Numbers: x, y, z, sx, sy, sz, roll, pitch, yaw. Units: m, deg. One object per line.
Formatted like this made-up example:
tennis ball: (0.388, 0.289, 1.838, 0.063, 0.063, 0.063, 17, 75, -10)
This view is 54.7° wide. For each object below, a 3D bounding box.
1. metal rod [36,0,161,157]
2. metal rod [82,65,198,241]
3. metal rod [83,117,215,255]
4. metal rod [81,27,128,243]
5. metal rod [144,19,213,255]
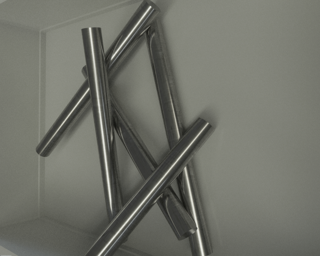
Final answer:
metal rod: (-0.102, -0.056, 0.447, 0.299, 0.025, 0.025, -45, 63, 27)
metal rod: (-0.042, 0.012, 0.421, 0.025, 0.025, 0.300, -52, 55, 27)
metal rod: (-0.042, 0.109, 0.343, 0.025, 0.025, 0.300, 35, 80, 34)
metal rod: (-0.073, 0.019, 0.424, 0.025, 0.025, 0.298, 5, 106, 39)
metal rod: (0.019, 0.004, 0.388, 0.025, 0.025, 0.298, -20, 78, 38)
